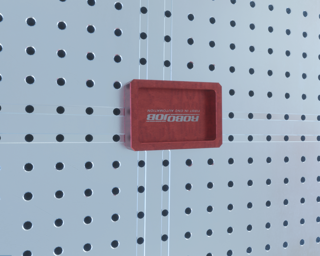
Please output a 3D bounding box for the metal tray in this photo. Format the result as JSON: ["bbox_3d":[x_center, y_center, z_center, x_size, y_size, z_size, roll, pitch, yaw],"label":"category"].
[{"bbox_3d":[0.020,-0.017,0.418,0.131,0.030,0.089,-1,90,-21],"label":"metal tray"}]
